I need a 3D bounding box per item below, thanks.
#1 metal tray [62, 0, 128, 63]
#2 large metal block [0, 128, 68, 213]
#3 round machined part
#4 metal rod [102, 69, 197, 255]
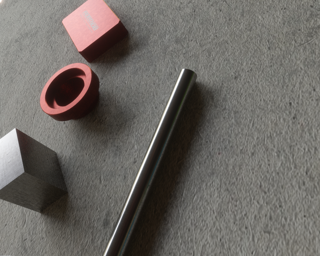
[{"bbox_3d":[-0.125,-0.189,0.580,0.090,0.030,0.130,-37,51,3],"label":"metal tray"},{"bbox_3d":[-0.182,0.059,0.425,0.050,0.080,0.080,-36,51,4],"label":"large metal block"},{"bbox_3d":[-0.138,-0.052,0.495,0.098,0.042,0.098,-13,56,20],"label":"round machined part"},{"bbox_3d":[-0.015,0.056,0.375,0.025,0.025,0.300,10,66,32],"label":"metal rod"}]
